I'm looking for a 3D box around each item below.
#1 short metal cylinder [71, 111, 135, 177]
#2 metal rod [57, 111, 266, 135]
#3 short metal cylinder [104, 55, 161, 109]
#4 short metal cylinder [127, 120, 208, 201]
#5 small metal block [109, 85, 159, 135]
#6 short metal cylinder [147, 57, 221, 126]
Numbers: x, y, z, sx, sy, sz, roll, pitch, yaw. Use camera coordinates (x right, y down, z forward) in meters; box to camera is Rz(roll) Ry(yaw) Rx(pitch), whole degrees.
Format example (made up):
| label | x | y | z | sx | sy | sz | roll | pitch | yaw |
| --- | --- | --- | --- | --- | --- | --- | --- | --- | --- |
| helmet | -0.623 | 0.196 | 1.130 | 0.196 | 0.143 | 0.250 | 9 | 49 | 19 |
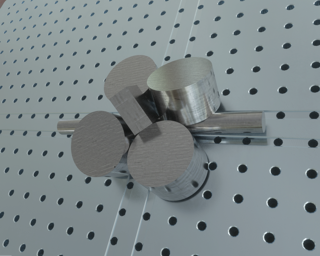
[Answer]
| label | x | y | z | sx | sy | sz | roll | pitch | yaw |
| --- | --- | --- | --- | --- | --- | --- | --- | --- | --- |
| short metal cylinder | -0.064 | 0.022 | 0.392 | 0.080 | 0.050 | 0.080 | -5 | 80 | 26 |
| metal rod | -0.018 | -0.004 | 0.415 | 0.300 | 0.025 | 0.025 | -1 | 61 | 27 |
| short metal cylinder | -0.031 | -0.056 | 0.438 | 0.080 | 0.050 | 0.080 | -13 | 56 | 21 |
| short metal cylinder | 0.010 | 0.038 | 0.359 | 0.080 | 0.050 | 0.080 | -13 | 56 | 21 |
| small metal block | -0.029 | -0.023 | 0.371 | 0.025 | 0.050 | 0.050 | -34 | 93 | 13 |
| short metal cylinder | 0.030 | -0.046 | 0.383 | 0.080 | 0.050 | 0.080 | -14 | 34 | 10 |
